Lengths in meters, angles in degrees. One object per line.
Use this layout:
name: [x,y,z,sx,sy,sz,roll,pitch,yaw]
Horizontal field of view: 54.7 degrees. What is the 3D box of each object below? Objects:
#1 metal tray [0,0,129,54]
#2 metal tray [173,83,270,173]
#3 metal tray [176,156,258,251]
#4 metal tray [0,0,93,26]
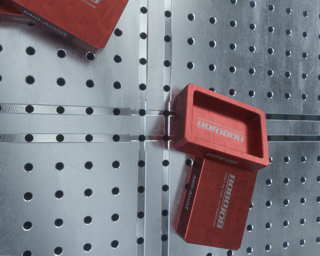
metal tray: [-0.104,-0.153,0.339,0.131,0.030,0.090,27,81,-19]
metal tray: [0.085,0.001,0.423,0.131,0.030,0.090,18,58,-20]
metal tray: [0.084,0.100,0.443,0.091,0.030,0.129,16,84,-20]
metal tray: [-0.143,-0.168,0.356,0.131,0.030,0.089,0,90,-21]
